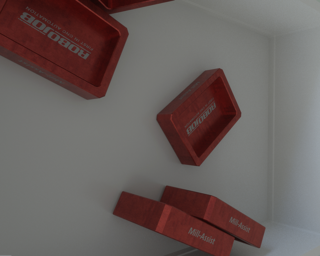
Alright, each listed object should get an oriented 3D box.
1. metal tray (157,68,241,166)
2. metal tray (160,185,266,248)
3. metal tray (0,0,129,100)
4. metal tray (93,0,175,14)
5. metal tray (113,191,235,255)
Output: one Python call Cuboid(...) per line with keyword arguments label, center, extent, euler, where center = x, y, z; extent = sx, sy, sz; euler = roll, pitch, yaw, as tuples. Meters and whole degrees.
Cuboid(label="metal tray", center=(0.063, -0.018, 0.458), extent=(0.131, 0.030, 0.090), euler=(-44, 117, -31))
Cuboid(label="metal tray", center=(0.073, 0.123, 0.427), extent=(0.130, 0.090, 0.030), euler=(35, 68, -35))
Cuboid(label="metal tray", center=(-0.103, -0.096, 0.317), extent=(0.131, 0.030, 0.090), euler=(29, 72, -37))
Cuboid(label="metal tray", center=(-0.043, -0.159, 0.292), extent=(0.130, 0.090, 0.030), euler=(21, 65, -70))
Cuboid(label="metal tray", center=(0.018, 0.121, 0.381), extent=(0.130, 0.090, 0.030), euler=(35, 68, -35))
